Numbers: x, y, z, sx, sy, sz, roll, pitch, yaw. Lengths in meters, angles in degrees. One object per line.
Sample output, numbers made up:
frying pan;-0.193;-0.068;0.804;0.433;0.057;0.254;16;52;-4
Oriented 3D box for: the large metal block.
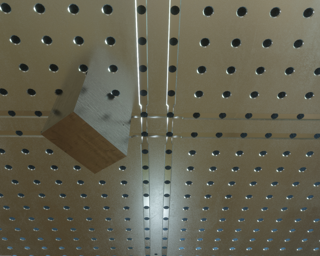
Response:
large metal block;-0.082;-0.007;0.369;0.050;0.080;0.080;-30;124;23
